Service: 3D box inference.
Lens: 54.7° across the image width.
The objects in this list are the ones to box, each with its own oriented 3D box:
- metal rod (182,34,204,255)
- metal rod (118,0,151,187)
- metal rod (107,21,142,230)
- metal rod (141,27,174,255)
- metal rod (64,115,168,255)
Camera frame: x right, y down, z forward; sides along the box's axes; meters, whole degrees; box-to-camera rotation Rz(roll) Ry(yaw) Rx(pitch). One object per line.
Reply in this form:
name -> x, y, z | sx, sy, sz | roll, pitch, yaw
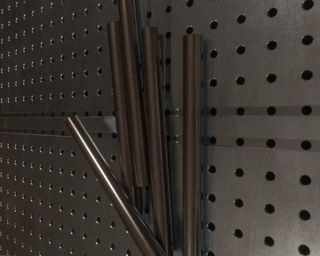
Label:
metal rod -> 0.040, 0.039, 0.374 | 0.025, 0.025, 0.298 | 0, 90, 39
metal rod -> -0.037, -0.069, 0.437 | 0.025, 0.025, 0.298 | -10, 84, 39
metal rod -> -0.052, -0.006, 0.449 | 0.025, 0.025, 0.298 | -10, 84, 39
metal rod -> -0.003, 0.016, 0.410 | 0.025, 0.025, 0.298 | -6, 86, 39
metal rod -> -0.055, 0.094, 0.418 | 0.300, 0.025, 0.025 | 52, 120, 27
